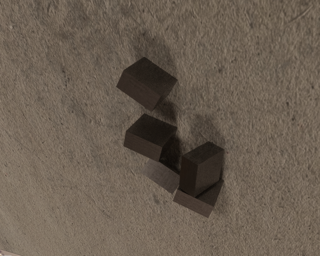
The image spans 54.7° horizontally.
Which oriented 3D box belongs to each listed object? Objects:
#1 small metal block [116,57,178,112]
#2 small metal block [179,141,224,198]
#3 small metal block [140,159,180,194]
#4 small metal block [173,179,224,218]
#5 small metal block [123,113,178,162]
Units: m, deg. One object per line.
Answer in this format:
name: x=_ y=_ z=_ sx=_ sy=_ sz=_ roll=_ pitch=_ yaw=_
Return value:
small metal block: x=-0.014 y=-0.053 z=0.364 sx=0.050 sy=0.050 sz=0.025 roll=36 pitch=129 yaw=4
small metal block: x=0.052 y=0.051 z=0.389 sx=0.025 sy=0.050 sz=0.050 roll=29 pitch=129 yaw=38
small metal block: x=0.004 y=0.064 z=0.424 sx=0.050 sy=0.050 sz=0.025 roll=33 pitch=86 yaw=9
small metal block: x=0.052 y=0.084 z=0.413 sx=0.050 sy=0.050 sz=0.025 roll=24 pitch=130 yaw=11
small metal block: x=-0.012 y=0.011 z=0.402 sx=0.050 sy=0.050 sz=0.025 roll=24 pitch=127 yaw=13
